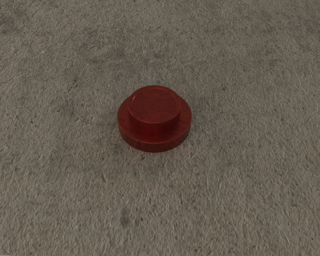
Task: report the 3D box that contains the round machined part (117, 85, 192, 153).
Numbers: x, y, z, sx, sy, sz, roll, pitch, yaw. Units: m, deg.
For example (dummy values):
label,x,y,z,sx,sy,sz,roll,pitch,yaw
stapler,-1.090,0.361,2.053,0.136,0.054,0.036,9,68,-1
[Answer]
label,x,y,z,sx,sy,sz,roll,pitch,yaw
round machined part,-0.007,-0.019,0.409,0.099,0.042,0.098,0,50,0
